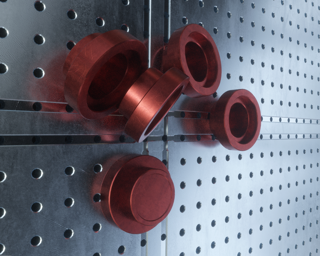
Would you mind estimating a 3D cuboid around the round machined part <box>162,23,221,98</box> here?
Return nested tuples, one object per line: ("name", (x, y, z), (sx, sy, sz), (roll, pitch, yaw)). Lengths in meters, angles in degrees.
("round machined part", (0.041, -0.089, 0.427), (0.099, 0.042, 0.097), (11, 75, -47))

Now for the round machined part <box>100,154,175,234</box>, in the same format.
("round machined part", (-0.020, 0.082, 0.383), (0.099, 0.042, 0.097), (0, 90, -40))

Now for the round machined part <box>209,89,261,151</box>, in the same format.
("round machined part", (0.118, -0.013, 0.500), (0.099, 0.042, 0.097), (0, 90, -40))

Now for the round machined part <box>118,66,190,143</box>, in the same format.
("round machined part", (-0.011, -0.033, 0.366), (0.042, 0.098, 0.098), (38, 61, 5))

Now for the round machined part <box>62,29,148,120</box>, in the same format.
("round machined part", (-0.061, -0.060, 0.326), (0.098, 0.042, 0.098), (-45, 161, -19))
